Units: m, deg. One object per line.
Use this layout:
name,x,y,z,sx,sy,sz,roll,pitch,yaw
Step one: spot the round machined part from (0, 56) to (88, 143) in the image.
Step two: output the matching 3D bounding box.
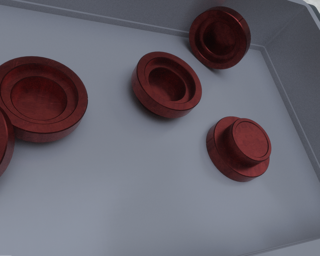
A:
round machined part,-0.133,-0.027,0.340,0.099,0.042,0.098,14,55,-21

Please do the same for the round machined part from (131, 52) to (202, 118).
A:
round machined part,0.006,-0.056,0.433,0.099,0.042,0.098,14,56,-21

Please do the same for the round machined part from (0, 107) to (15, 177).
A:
round machined part,-0.181,0.014,0.274,0.099,0.042,0.098,2,78,-9

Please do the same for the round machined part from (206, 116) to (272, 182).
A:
round machined part,0.120,0.025,0.446,0.099,0.042,0.098,14,56,-21

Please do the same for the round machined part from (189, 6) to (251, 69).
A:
round machined part,0.101,-0.149,0.506,0.098,0.097,0.042,43,49,1
